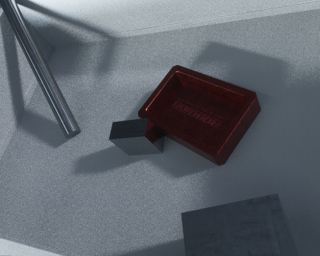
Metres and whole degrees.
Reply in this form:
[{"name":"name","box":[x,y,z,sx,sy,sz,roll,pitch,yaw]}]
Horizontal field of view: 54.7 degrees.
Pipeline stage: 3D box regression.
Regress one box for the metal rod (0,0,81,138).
[{"name":"metal rod","box":[-0.204,-0.118,0.501,0.025,0.025,0.299,-31,78,8]}]

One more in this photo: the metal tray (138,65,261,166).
[{"name":"metal tray","box":[0.046,-0.022,0.390,0.130,0.030,0.090,29,77,37]}]

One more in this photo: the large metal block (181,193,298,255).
[{"name":"large metal block","box":[0.073,0.101,0.270,0.080,0.080,0.050,-17,55,18]}]

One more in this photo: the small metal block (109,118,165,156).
[{"name":"small metal block","box":[-0.028,0.013,0.395,0.050,0.050,0.025,-6,59,25]}]
